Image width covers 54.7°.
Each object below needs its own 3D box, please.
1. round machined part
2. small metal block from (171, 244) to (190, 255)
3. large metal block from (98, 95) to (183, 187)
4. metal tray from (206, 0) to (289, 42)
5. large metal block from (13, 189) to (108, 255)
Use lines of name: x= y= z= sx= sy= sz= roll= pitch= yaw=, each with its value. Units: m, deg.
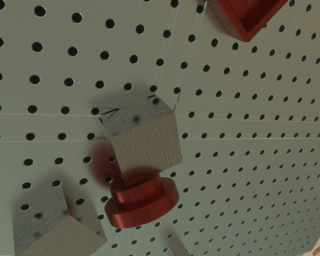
round machined part: x=-0.027 y=0.087 z=0.410 sx=0.099 sy=0.098 sz=0.042 roll=-22 pitch=100 yaw=-15
small metal block: x=0.046 y=0.256 z=0.578 sx=0.025 sy=0.050 sz=0.050 roll=-19 pitch=126 yaw=-17
large metal block: x=-0.023 y=0.016 z=0.392 sx=0.081 sy=0.050 sz=0.080 roll=-22 pitch=127 yaw=-15
metal tray: x=0.092 y=-0.174 z=0.350 sx=0.090 sy=0.030 sz=0.130 roll=-47 pitch=129 yaw=5
large metal block: x=-0.131 y=0.141 z=0.411 sx=0.080 sy=0.050 sz=0.080 roll=-38 pitch=129 yaw=-3
